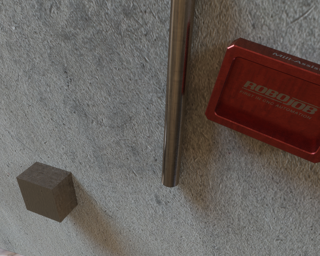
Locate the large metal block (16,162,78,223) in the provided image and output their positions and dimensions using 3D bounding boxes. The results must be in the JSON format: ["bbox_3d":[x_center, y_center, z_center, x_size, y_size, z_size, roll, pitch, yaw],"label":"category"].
[{"bbox_3d":[-0.206,0.117,0.572,0.080,0.050,0.079,12,124,21],"label":"large metal block"}]

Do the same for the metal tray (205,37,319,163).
[{"bbox_3d":[0.122,-0.028,0.321,0.130,0.030,0.089,24,127,13],"label":"metal tray"}]

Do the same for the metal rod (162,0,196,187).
[{"bbox_3d":[0.020,-0.048,0.366,0.025,0.025,0.298,15,125,19],"label":"metal rod"}]
